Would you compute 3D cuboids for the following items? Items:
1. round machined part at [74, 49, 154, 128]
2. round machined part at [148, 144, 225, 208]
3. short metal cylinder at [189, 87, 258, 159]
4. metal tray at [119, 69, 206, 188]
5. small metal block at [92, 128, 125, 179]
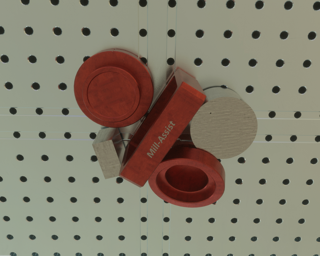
[{"bbox_3d":[-0.057,-0.045,0.382,0.099,0.042,0.097,0,110,0],"label":"round machined part"},{"bbox_3d":[0.037,0.059,0.410,0.098,0.042,0.097,7,132,8],"label":"round machined part"},{"bbox_3d":[0.076,-0.007,0.394,0.081,0.050,0.079,0,110,0],"label":"short metal cylinder"},{"bbox_3d":[0.001,-0.003,0.373,0.030,0.090,0.129,31,107,-11],"label":"metal tray"},{"bbox_3d":[-0.064,0.031,0.406,0.025,0.050,0.050,-14,110,5],"label":"small metal block"}]
